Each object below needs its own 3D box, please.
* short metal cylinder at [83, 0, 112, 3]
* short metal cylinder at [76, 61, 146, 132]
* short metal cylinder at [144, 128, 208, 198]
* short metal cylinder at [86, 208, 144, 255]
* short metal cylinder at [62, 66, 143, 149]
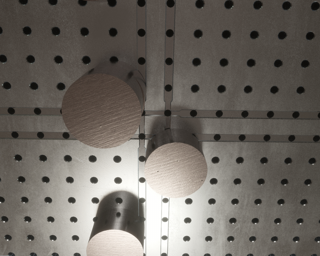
[{"bbox_3d":[-0.072,-0.179,0.333,0.081,0.050,0.079,0,110,-1],"label":"short metal cylinder"},{"bbox_3d":[-0.058,-0.040,0.384,0.081,0.050,0.079,0,110,-1],"label":"short metal cylinder"},{"bbox_3d":[0.020,0.046,0.418,0.081,0.050,0.079,0,110,-1],"label":"short metal cylinder"},{"bbox_3d":[-0.064,0.168,0.461,0.081,0.050,0.079,0,110,-1],"label":"short metal cylinder"},{"bbox_3d":[-0.059,-0.024,0.337,0.081,0.050,0.079,0,110,-1],"label":"short metal cylinder"}]
